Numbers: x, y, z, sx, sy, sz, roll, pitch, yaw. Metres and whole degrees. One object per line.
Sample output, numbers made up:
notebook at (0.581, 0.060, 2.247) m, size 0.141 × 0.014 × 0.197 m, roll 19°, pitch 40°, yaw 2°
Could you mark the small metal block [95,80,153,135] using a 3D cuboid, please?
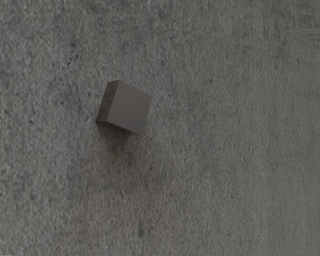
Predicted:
small metal block at (-0.042, -0.023, 0.369) m, size 0.050 × 0.025 × 0.050 m, roll 24°, pitch 75°, yaw -37°
